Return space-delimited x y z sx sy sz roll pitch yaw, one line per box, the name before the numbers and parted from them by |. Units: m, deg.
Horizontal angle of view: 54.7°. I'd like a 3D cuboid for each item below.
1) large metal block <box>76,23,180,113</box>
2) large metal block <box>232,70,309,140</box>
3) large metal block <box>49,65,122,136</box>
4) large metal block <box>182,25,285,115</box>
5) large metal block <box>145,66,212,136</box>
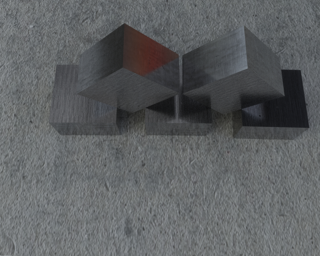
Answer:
large metal block | -0.035 -0.061 0.349 0.080 0.080 0.050 18 63 -42
large metal block | 0.140 -0.030 0.409 0.081 0.050 0.080 1 70 0
large metal block | -0.093 -0.035 0.408 0.081 0.050 0.080 0 70 0
large metal block | 0.082 -0.060 0.352 0.080 0.080 0.050 -18 63 41
large metal block | 0.023 -0.035 0.409 0.081 0.050 0.080 1 70 0
